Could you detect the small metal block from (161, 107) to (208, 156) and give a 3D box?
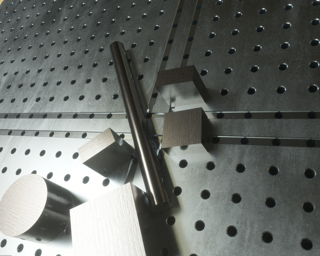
[{"bbox_3d":[0.032,0.005,0.387,0.050,0.025,0.050,-9,58,23],"label":"small metal block"}]

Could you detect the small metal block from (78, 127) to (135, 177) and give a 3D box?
[{"bbox_3d":[-0.070,0.033,0.407,0.050,0.050,0.025,-34,52,6],"label":"small metal block"}]

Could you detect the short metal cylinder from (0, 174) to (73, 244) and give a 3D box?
[{"bbox_3d":[-0.165,0.107,0.411,0.080,0.050,0.080,-13,56,20],"label":"short metal cylinder"}]

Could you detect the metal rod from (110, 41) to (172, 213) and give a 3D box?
[{"bbox_3d":[-0.036,-0.024,0.440,0.025,0.025,0.299,-27,53,11],"label":"metal rod"}]

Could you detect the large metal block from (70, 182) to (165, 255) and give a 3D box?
[{"bbox_3d":[-0.048,0.119,0.343,0.080,0.050,0.080,-26,53,11],"label":"large metal block"}]

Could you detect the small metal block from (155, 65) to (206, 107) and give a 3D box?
[{"bbox_3d":[0.029,-0.054,0.409,0.050,0.050,0.025,-6,59,25],"label":"small metal block"}]
